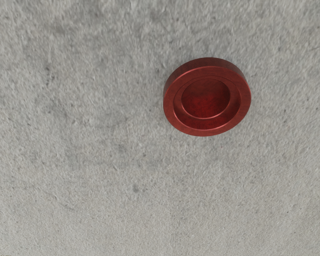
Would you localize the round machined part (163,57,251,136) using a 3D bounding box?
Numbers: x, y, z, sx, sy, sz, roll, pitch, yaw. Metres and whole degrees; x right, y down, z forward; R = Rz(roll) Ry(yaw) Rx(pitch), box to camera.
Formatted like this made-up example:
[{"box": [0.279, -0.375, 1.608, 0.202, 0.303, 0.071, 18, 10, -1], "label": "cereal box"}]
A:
[{"box": [0.053, -0.039, 0.363, 0.099, 0.042, 0.097, -1, 130, 0], "label": "round machined part"}]
